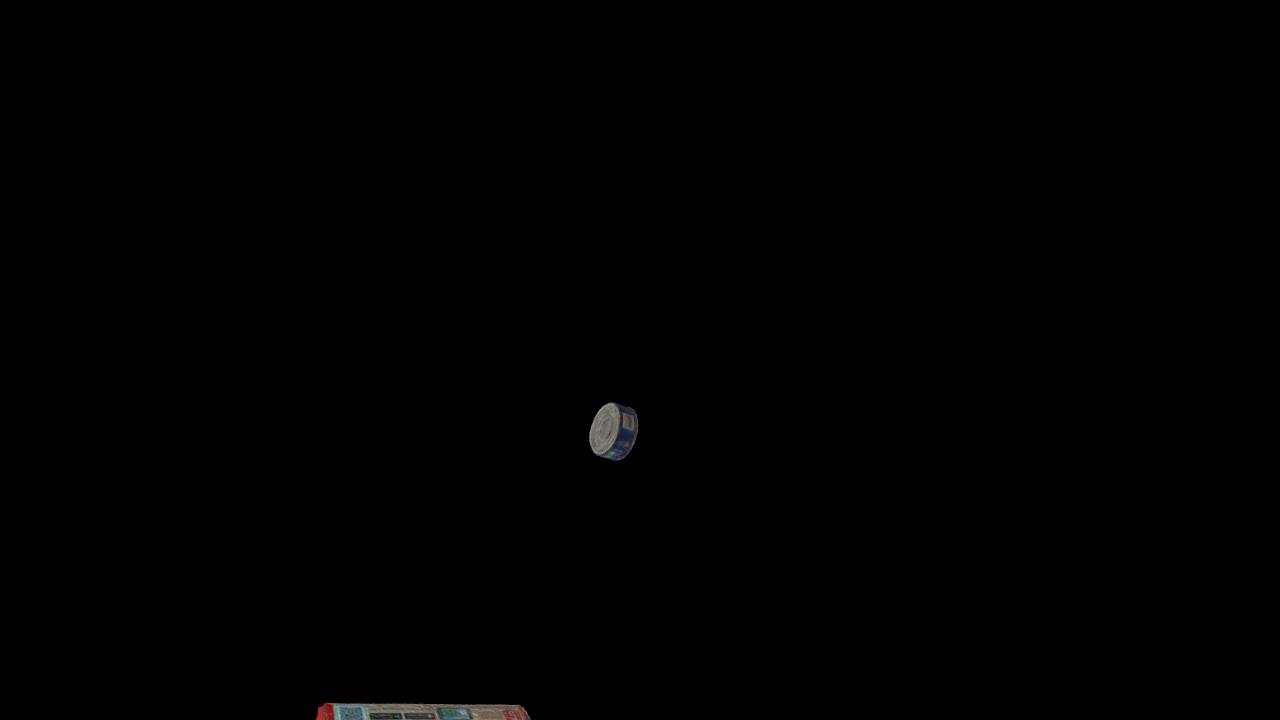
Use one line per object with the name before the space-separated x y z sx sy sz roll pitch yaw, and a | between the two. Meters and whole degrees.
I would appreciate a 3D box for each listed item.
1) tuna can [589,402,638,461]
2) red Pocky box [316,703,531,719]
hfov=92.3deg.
tuna can | -0.041 0.107 0.925 0.034 0.084 0.084 21 -12 -32
red Pocky box | -0.164 0.295 0.447 0.155 0.083 0.028 21 2 -33
